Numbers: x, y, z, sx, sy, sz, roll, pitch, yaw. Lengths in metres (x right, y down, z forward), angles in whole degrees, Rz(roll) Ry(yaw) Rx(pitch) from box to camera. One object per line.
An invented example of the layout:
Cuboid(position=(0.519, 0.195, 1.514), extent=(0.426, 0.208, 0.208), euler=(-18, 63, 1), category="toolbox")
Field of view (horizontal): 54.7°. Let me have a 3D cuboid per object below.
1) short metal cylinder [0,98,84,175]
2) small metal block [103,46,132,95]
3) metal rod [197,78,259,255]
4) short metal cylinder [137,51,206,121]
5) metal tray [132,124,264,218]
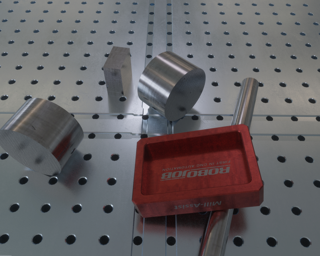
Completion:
Cuboid(position=(-0.138, 0.011, 0.361), extent=(0.080, 0.080, 0.050), euler=(16, 52, 13), category="short metal cylinder")
Cuboid(position=(-0.062, -0.085, 0.462), extent=(0.025, 0.050, 0.050), euler=(8, 51, 7), category="small metal block")
Cuboid(position=(0.086, 0.043, 0.371), extent=(0.025, 0.025, 0.301), euler=(15, 51, 12), category="metal rod")
Cuboid(position=(0.016, -0.056, 0.419), extent=(0.050, 0.080, 0.080), euler=(37, 59, 27), category="short metal cylinder")
Cuboid(position=(0.039, 0.046, 0.343), extent=(0.131, 0.030, 0.090), euler=(-8, 45, 9), category="metal tray")
